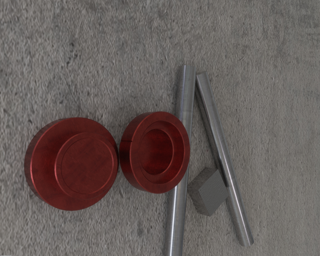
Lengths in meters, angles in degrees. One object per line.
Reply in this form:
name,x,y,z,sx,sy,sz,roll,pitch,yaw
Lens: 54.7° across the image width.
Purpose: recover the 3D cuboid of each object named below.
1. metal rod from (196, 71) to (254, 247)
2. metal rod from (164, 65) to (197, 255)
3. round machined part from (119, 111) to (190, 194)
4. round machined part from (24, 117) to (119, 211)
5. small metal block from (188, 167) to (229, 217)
metal rod,0.102,0.057,0.490,0.025,0.025,0.298,-30,109,-36
metal rod,0.027,0.063,0.426,0.025,0.025,0.298,8,85,-40
round machined part,-0.011,0.029,0.382,0.099,0.042,0.097,0,90,-43
round machined part,-0.084,0.037,0.323,0.099,0.042,0.097,0,90,-40
small metal block,0.072,0.095,0.465,0.050,0.025,0.050,-38,114,-33
